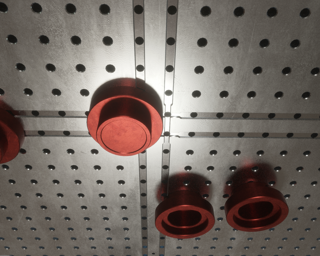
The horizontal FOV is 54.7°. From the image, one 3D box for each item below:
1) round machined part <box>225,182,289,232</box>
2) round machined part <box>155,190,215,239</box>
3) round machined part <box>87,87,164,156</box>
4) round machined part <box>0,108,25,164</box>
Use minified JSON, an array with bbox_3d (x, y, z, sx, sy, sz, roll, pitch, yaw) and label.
[{"bbox_3d":[0.155,0.126,0.511,0.099,0.042,0.097,-1,130,0],"label":"round machined part"},{"bbox_3d":[0.041,0.142,0.523,0.099,0.042,0.097,-1,130,0],"label":"round machined part"},{"bbox_3d":[-0.045,-0.001,0.399,0.099,0.042,0.097,-1,130,0],"label":"round machined part"},{"bbox_3d":[-0.237,0.016,0.410,0.099,0.042,0.097,-1,130,0],"label":"round machined part"}]
